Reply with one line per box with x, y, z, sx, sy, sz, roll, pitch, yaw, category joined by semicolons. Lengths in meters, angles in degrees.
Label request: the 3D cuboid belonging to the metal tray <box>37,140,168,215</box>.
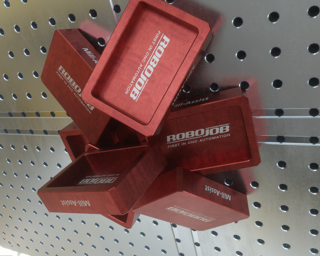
-0.067;0.057;0.356;0.130;0.090;0.030;-10;113;37;metal tray

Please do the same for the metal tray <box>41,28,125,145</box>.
-0.099;-0.054;0.406;0.130;0.030;0.090;48;131;14;metal tray

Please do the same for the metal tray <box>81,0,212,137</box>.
-0.014;-0.066;0.331;0.090;0.030;0.130;30;95;9;metal tray

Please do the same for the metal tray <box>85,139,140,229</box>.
-0.066;0.081;0.454;0.090;0.030;0.129;24;127;13;metal tray

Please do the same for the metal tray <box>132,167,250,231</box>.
0.041;0.098;0.404;0.131;0.030;0.090;27;138;-33;metal tray

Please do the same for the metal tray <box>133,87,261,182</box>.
0.045;0.011;0.368;0.130;0.030;0.090;-12;113;14;metal tray

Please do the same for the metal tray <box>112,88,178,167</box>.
-0.022;0.006;0.423;0.090;0.030;0.129;-6;114;28;metal tray

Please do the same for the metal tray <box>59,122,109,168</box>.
-0.094;0.052;0.491;0.090;0.030;0.129;-5;116;29;metal tray
